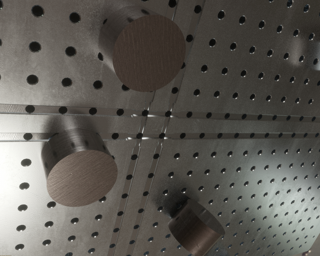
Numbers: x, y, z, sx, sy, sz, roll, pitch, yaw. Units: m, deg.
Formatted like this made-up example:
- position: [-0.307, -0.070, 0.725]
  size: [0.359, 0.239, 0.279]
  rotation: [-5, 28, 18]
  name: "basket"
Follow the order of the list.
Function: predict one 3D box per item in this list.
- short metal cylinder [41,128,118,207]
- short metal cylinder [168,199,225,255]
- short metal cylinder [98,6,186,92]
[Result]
- position: [-0.097, 0.047, 0.372]
  size: [0.081, 0.050, 0.079]
  rotation: [-14, 124, -21]
  name: "short metal cylinder"
- position: [0.060, 0.164, 0.513]
  size: [0.080, 0.080, 0.050]
  rotation: [34, 99, -39]
  name: "short metal cylinder"
- position: [-0.020, -0.085, 0.333]
  size: [0.081, 0.050, 0.079]
  rotation: [-14, 125, -21]
  name: "short metal cylinder"
